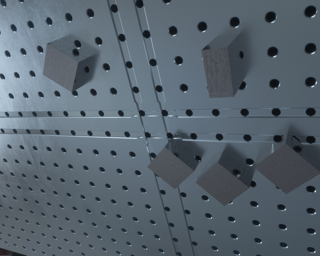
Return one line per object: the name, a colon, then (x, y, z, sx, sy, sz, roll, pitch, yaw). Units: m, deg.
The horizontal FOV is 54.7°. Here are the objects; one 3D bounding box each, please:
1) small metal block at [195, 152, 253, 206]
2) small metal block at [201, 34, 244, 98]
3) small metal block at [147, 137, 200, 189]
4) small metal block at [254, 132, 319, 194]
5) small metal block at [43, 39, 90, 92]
small metal block: (0.084, 0.068, 0.408, 0.050, 0.025, 0.050, 39, 129, 1)
small metal block: (0.067, -0.064, 0.320, 0.025, 0.050, 0.050, 0, 119, 28)
small metal block: (0.019, 0.050, 0.431, 0.050, 0.025, 0.050, 39, 129, 1)
small metal block: (0.147, 0.041, 0.359, 0.050, 0.025, 0.050, 40, 129, 0)
small metal block: (-0.129, -0.085, 0.424, 0.050, 0.025, 0.050, 31, 128, 7)
